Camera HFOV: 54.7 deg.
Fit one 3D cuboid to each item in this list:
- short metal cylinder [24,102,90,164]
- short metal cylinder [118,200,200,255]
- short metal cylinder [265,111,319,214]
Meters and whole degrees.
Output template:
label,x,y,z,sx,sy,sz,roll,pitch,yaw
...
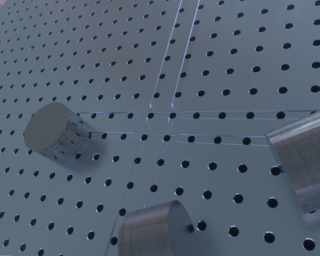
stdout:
label,x,y,z,sx,sy,sz,roll,pitch,yaw
short metal cylinder,-0.156,0.008,0.469,0.080,0.050,0.080,-13,56,21
short metal cylinder,0.002,0.116,0.301,0.050,0.080,0.080,-19,54,17
short metal cylinder,0.137,0.031,0.282,0.050,0.080,0.080,-25,53,13
